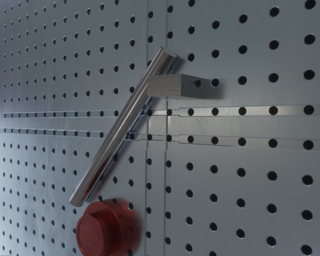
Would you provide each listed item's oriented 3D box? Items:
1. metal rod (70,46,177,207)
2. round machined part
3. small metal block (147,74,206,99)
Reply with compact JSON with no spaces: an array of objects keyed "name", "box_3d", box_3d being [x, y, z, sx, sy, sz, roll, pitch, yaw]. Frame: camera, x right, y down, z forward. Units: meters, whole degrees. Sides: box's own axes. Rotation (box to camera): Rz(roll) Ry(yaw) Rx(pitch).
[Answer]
[{"name":"metal rod","box_3d":[-0.065,0.013,0.463,0.025,0.025,0.298,49,119,28]},{"name":"round machined part","box_3d":[-0.092,0.162,0.474,0.098,0.042,0.097,0,90,40]},{"name":"small metal block","box_3d":[0.020,-0.049,0.376,0.050,0.050,0.025,4,93,40]}]
